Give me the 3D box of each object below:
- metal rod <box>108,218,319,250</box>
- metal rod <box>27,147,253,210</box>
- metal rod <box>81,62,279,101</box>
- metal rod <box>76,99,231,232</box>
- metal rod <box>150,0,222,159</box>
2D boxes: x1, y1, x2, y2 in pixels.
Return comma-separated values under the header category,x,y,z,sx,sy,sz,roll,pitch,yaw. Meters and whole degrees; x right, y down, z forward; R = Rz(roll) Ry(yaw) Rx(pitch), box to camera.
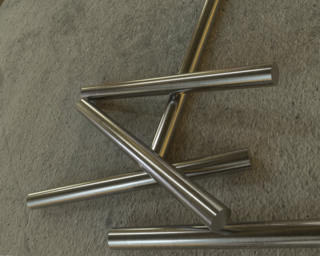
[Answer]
category,x,y,z,sx,sy,sz,roll,pitch,yaw
metal rod,0.084,0.102,0.296,0.300,0.025,0.025,-10,58,22
metal rod,-0.040,0.067,0.383,0.301,0.025,0.025,-14,56,20
metal rod,0.000,-0.055,0.407,0.300,0.025,0.025,0,62,38
metal rod,-0.033,0.024,0.381,0.025,0.025,0.300,-50,44,-7
metal rod,0.044,-0.093,0.437,0.025,0.025,0.300,7,65,31
